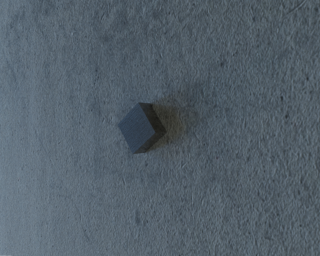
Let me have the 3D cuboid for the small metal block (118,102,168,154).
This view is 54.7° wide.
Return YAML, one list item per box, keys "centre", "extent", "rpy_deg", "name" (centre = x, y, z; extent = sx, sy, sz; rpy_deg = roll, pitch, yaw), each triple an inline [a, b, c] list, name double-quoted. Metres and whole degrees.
- centre: [-0.025, 0.001, 0.425]
  extent: [0.050, 0.025, 0.050]
  rpy_deg: [-44, 64, 31]
  name: "small metal block"
